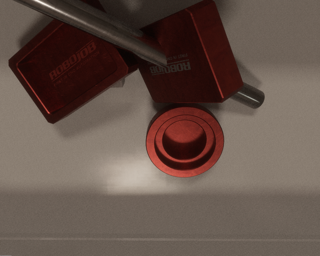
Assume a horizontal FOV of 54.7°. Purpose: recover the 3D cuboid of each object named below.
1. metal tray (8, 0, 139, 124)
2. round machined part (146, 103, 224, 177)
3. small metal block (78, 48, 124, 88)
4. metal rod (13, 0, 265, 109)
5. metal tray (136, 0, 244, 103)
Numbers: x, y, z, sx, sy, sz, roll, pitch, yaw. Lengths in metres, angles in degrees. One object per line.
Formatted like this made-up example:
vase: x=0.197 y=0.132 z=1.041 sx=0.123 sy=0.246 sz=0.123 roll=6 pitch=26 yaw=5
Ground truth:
metal tray: x=-0.101 y=-0.072 z=0.354 sx=0.130 sy=0.030 sz=0.090 roll=-29 pitch=99 yaw=26
round machined part: x=0.031 y=0.012 z=0.407 sx=0.099 sy=0.042 sz=0.097 roll=0 pitch=110 yaw=-1
small metal block: x=-0.072 y=-0.077 z=0.382 sx=0.050 sy=0.025 sz=0.050 roll=-2 pitch=110 yaw=0
metal rod: x=0.000 y=-0.079 z=0.328 sx=0.302 sy=0.025 sz=0.025 roll=19 pitch=110 yaw=-29
metal tray: x=0.019 y=-0.073 z=0.331 sx=0.030 sy=0.130 sz=0.090 roll=-33 pitch=110 yaw=-25
